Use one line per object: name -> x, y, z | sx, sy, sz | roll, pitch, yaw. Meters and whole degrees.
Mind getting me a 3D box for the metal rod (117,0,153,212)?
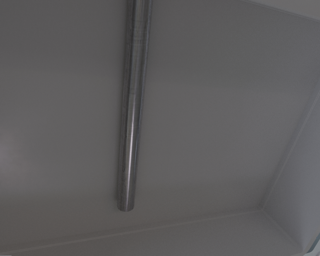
metal rod -> -0.034, -0.017, 0.378 | 0.025, 0.025, 0.298 | -7, 122, -25
